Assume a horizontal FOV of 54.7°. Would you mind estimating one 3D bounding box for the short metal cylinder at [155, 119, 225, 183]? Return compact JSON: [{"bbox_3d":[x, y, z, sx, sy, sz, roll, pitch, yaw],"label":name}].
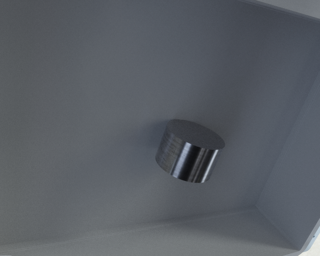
[{"bbox_3d":[0.040,0.029,0.415,0.081,0.080,0.050,6,116,-31],"label":"short metal cylinder"}]
